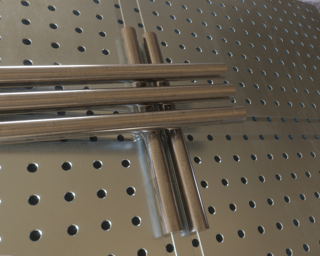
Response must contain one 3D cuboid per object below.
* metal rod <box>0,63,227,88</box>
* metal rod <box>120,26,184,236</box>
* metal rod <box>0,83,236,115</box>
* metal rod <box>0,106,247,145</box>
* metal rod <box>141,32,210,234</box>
[{"bbox_3d":[-0.047,-0.070,0.400,0.303,0.025,0.025,-6,65,-22],"label":"metal rod"},{"bbox_3d":[-0.017,-0.014,0.409,0.025,0.025,0.299,1,61,-28],"label":"metal rod"},{"bbox_3d":[-0.038,-0.038,0.386,0.303,0.025,0.025,-5,64,-22],"label":"metal rod"},{"bbox_3d":[-0.029,-0.007,0.371,0.303,0.025,0.025,-5,64,-21],"label":"metal rod"},{"bbox_3d":[0.014,-0.011,0.424,0.025,0.025,0.299,1,61,-28],"label":"metal rod"}]
